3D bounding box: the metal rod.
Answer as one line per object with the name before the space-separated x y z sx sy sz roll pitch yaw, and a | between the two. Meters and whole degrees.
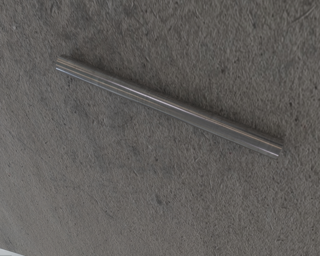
metal rod | 0.001 -0.032 0.386 0.301 0.025 0.025 23 127 14
